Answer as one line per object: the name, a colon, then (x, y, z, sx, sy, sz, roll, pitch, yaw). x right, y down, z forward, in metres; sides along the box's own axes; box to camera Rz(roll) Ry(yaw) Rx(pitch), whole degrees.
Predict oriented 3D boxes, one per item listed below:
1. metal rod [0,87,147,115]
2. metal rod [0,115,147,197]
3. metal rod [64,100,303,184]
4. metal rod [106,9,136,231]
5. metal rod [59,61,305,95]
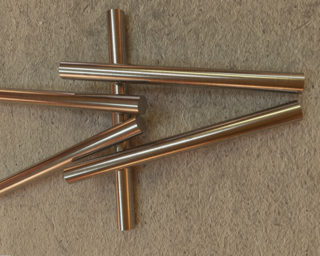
metal rod: (-0.158, -0.042, 0.449, 0.301, 0.025, 0.025, 6, 92, 25)
metal rod: (-0.149, 0.050, 0.446, 0.300, 0.025, 0.025, -24, 82, 23)
metal rod: (0.018, 0.022, 0.386, 0.301, 0.025, 0.025, -17, 85, 12)
metal rod: (-0.054, -0.012, 0.428, 0.025, 0.025, 0.298, -3, 89, 19)
metal rod: (0.016, -0.065, 0.387, 0.301, 0.025, 0.025, 5, 92, 13)
